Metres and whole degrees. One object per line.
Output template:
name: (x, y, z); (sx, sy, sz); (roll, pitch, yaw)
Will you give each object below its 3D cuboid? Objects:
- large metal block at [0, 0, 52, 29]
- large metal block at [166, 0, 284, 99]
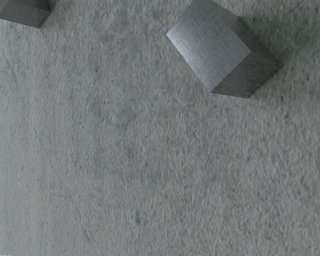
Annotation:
large metal block: (-0.262, -0.244, 0.581); (0.050, 0.081, 0.080); (-32, 70, 35)
large metal block: (0.066, -0.079, 0.313); (0.050, 0.081, 0.080); (-46, 63, 30)
